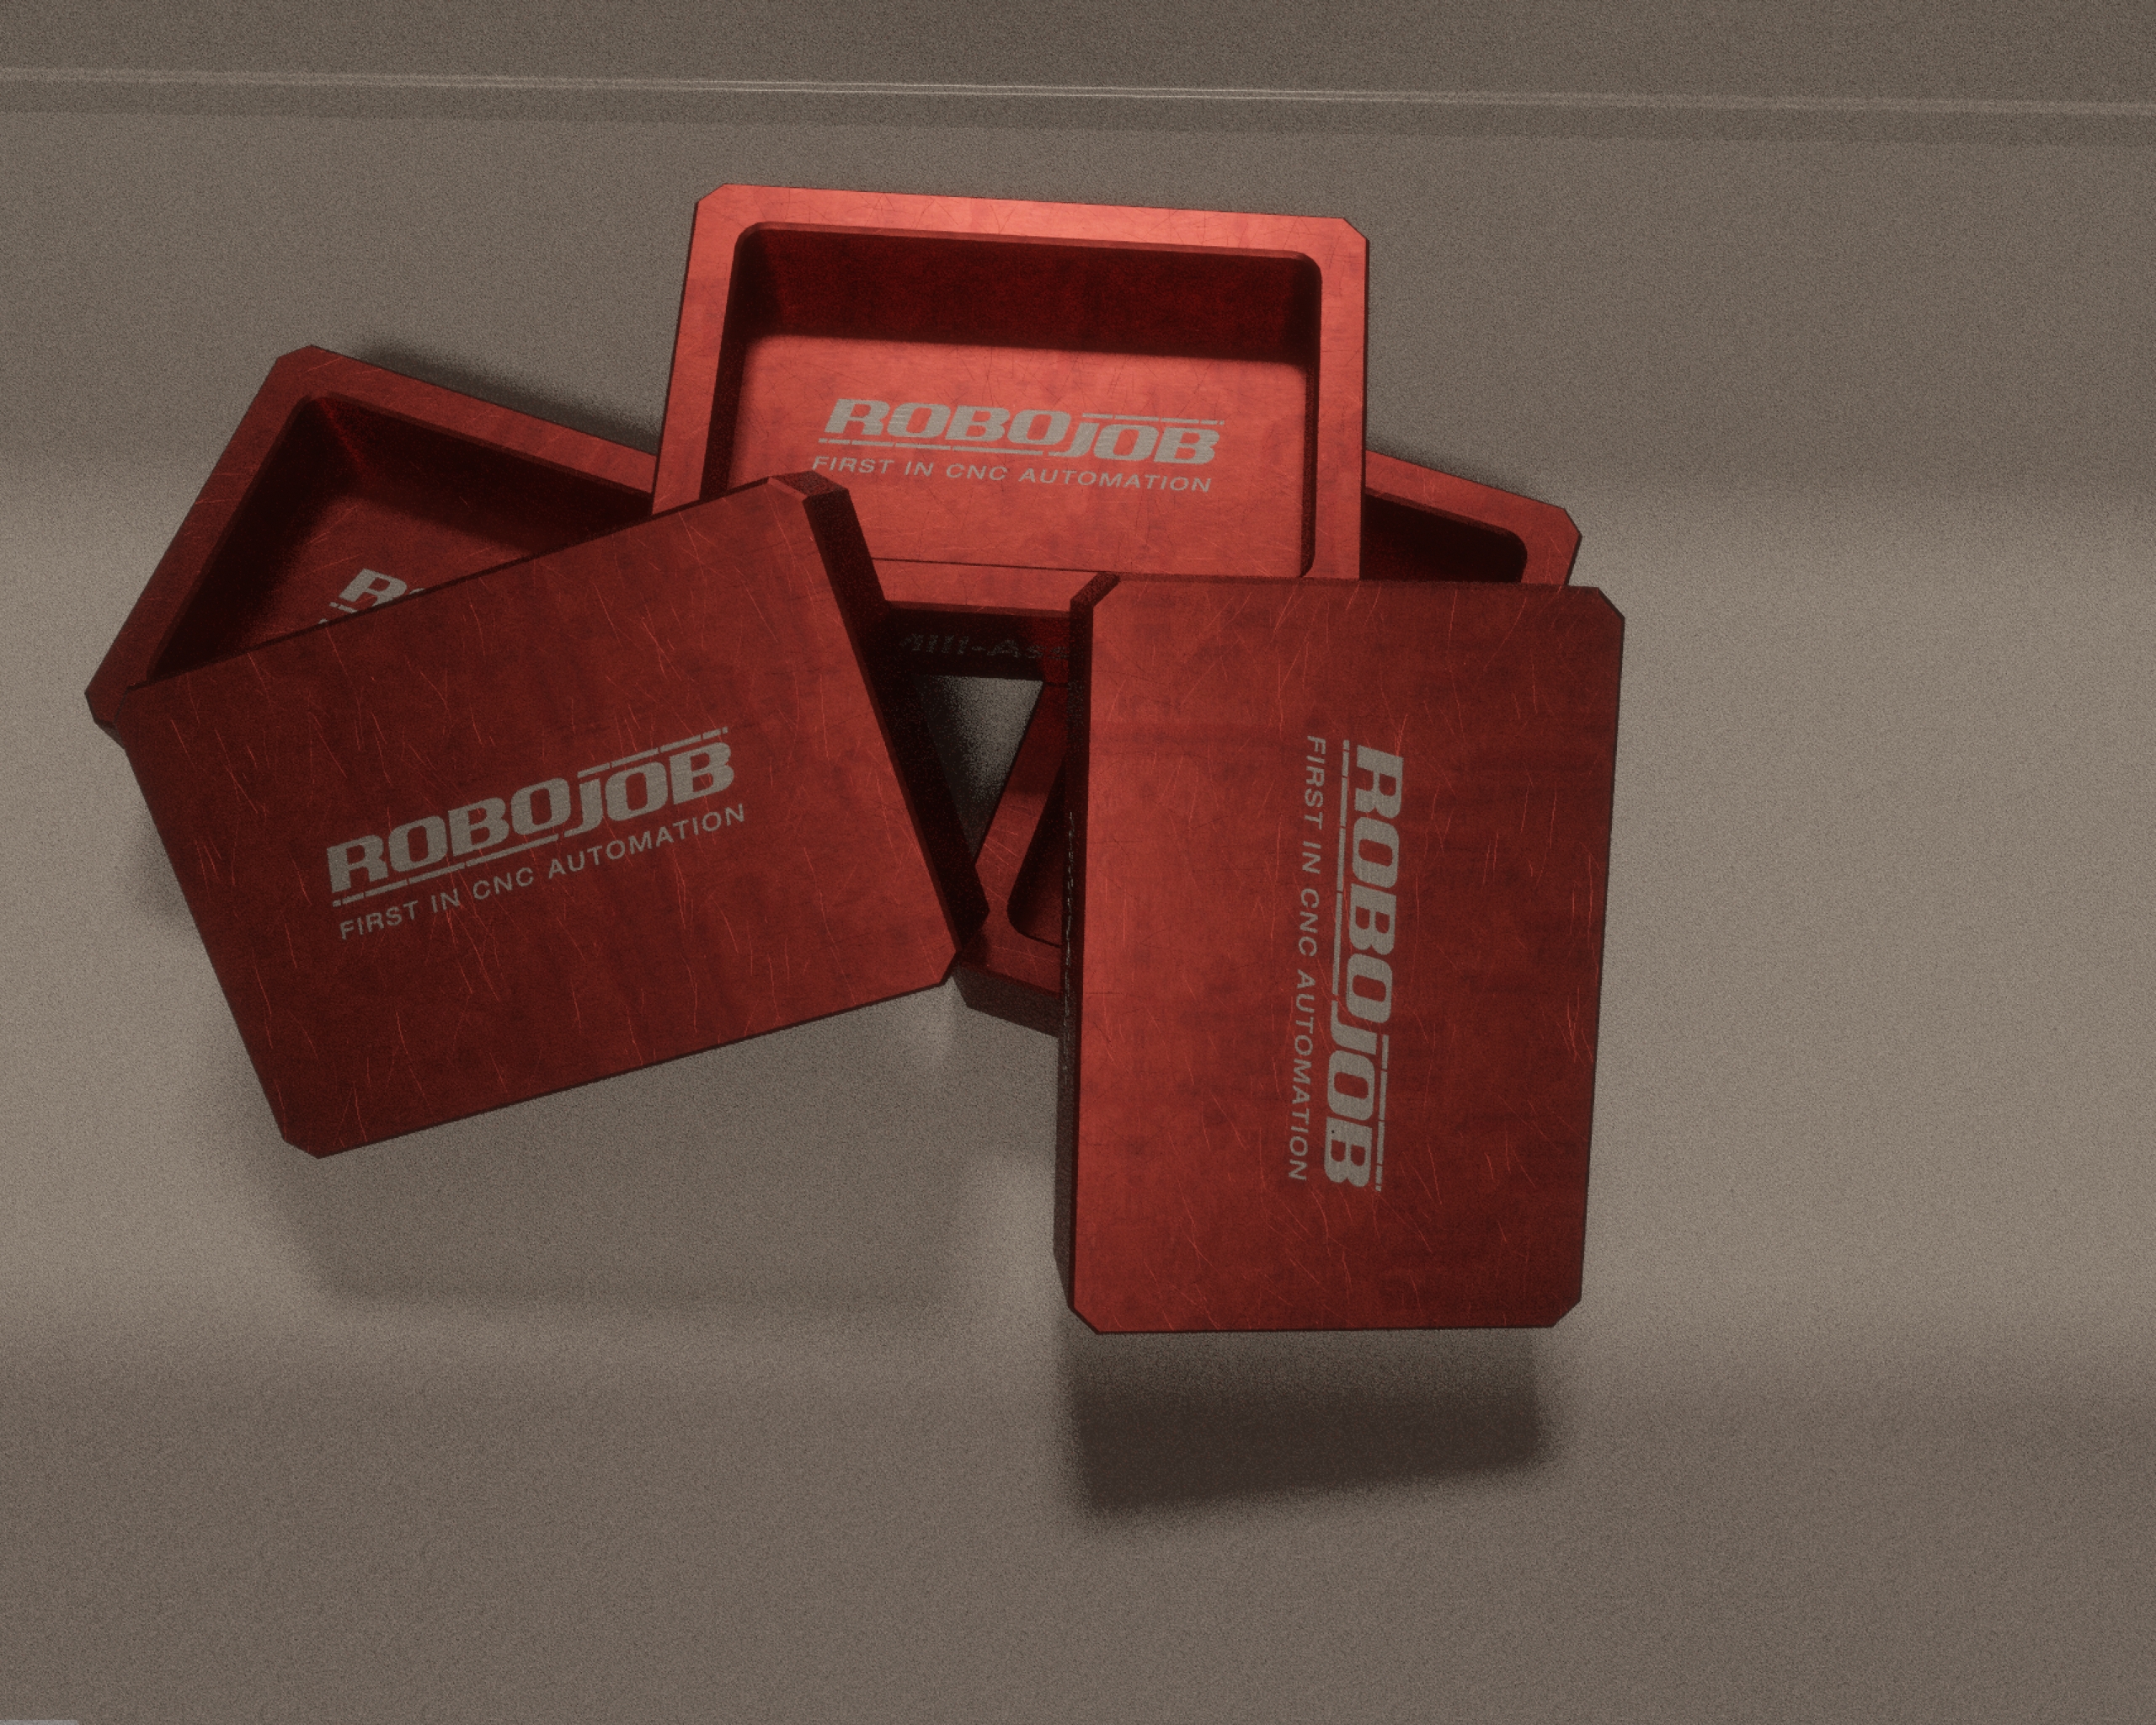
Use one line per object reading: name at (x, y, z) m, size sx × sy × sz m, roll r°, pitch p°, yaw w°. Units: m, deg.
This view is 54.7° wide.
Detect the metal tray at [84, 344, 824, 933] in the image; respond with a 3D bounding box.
metal tray at (-0.115, -0.043, 0.418) m, size 0.131 × 0.030 × 0.090 m, roll 19°, pitch 71°, yaw 6°

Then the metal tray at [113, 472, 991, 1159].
metal tray at (-0.092, -0.008, 0.371) m, size 0.130 × 0.030 × 0.089 m, roll -16°, pitch 100°, yaw 10°

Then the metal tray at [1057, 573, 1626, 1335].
metal tray at (0.044, 0.015, 0.366) m, size 0.091 × 0.030 × 0.129 m, roll 1°, pitch 98°, yaw -6°

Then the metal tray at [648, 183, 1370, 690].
metal tray at (-0.011, -0.082, 0.403) m, size 0.131 × 0.030 × 0.090 m, roll 3°, pitch 70°, yaw 1°

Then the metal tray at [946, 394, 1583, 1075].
metal tray at (0.038, -0.021, 0.413) m, size 0.090 × 0.030 × 0.130 m, roll 18°, pitch 71°, yaw 6°
